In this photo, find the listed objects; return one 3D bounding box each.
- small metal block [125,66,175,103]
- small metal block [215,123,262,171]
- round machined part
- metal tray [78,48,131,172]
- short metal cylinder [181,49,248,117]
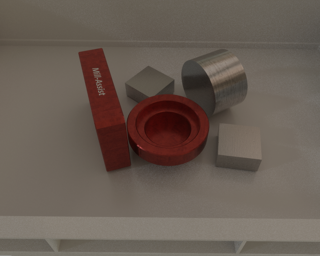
[{"bbox_3d":[-0.014,-0.059,0.452,0.050,0.025,0.050,32,57,25],"label":"small metal block"},{"bbox_3d":[0.097,0.023,0.385,0.050,0.025,0.050,6,50,7],"label":"small metal block"},{"bbox_3d":[0.009,0.007,0.385,0.099,0.042,0.098,0,50,0],"label":"round machined part"},{"bbox_3d":[-0.068,-0.024,0.380,0.030,0.089,0.130,-13,51,-11],"label":"metal tray"},{"bbox_3d":[0.072,-0.061,0.419,0.050,0.080,0.080,-23,54,-18],"label":"short metal cylinder"}]
